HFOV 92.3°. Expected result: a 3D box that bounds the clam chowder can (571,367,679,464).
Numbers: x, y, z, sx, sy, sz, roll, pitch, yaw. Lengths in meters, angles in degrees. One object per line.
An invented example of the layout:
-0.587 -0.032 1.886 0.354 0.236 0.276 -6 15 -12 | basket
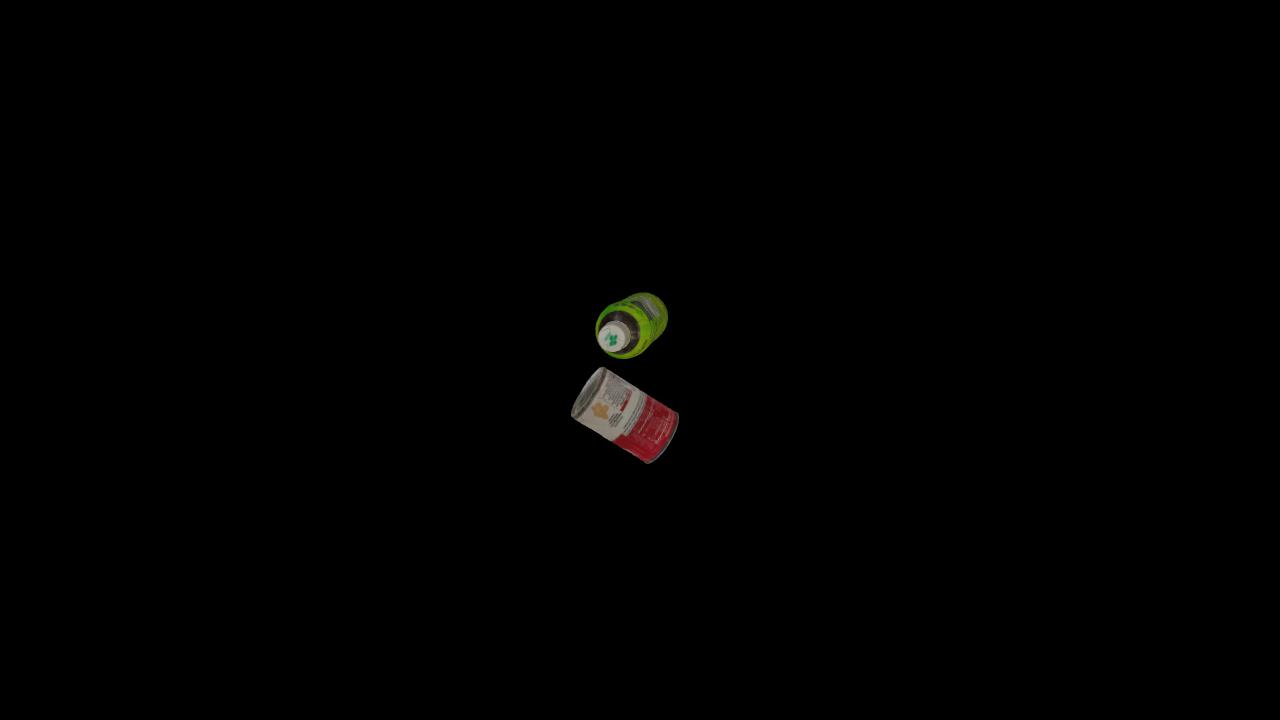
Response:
-0.017 0.061 0.682 0.102 0.068 0.068 34 -9 -13 | clam chowder can

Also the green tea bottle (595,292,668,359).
-0.012 -0.043 0.757 0.073 0.073 0.212 0 9 11 | green tea bottle
